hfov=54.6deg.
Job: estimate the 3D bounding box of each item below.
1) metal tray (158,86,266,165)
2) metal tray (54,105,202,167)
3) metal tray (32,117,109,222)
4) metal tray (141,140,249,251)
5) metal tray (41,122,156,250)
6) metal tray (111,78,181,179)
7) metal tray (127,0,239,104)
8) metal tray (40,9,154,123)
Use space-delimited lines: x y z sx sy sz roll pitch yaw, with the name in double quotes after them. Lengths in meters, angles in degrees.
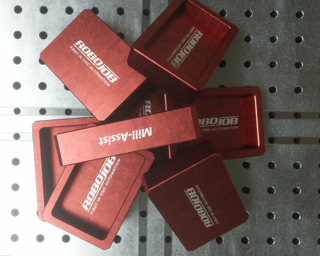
0.067 -0.005 0.393 0.131 0.030 0.090 -4 90 -17 "metal tray"
-0.027 0.007 0.316 0.131 0.090 0.030 -12 90 4 "metal tray"
-0.115 0.052 0.410 0.090 0.030 0.129 -4 89 -1 "metal tray"
0.046 0.087 0.378 0.090 0.030 0.130 -29 123 0 "metal tray"
-0.073 0.069 0.380 0.090 0.030 0.130 27 90 0 "metal tray"
-0.018 0.000 0.410 0.091 0.030 0.129 -4 88 -2 "metal tray"
0.032 -0.101 0.377 0.090 0.030 0.130 34 57 0 "metal tray"
-0.078 -0.077 0.394 0.090 0.030 0.130 -45 75 0 "metal tray"
